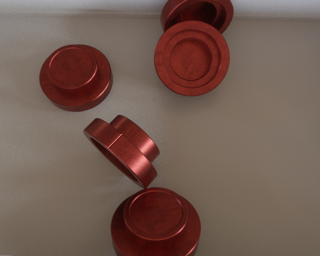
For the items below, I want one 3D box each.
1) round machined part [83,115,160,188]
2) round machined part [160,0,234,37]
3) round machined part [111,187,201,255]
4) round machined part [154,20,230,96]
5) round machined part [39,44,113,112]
[{"bbox_3d":[-0.039,0.022,0.362,0.098,0.098,0.042,39,74,12],"label":"round machined part"},{"bbox_3d":[0.048,-0.160,0.431,0.099,0.098,0.042,-13,65,-5],"label":"round machined part"},{"bbox_3d":[-0.004,0.104,0.339,0.099,0.042,0.098,1,38,-1],"label":"round machined part"},{"bbox_3d":[0.041,-0.092,0.422,0.099,0.042,0.097,0,96,-2],"label":"round machined part"},{"bbox_3d":[-0.117,-0.075,0.427,0.099,0.042,0.098,0,70,-1],"label":"round machined part"}]
